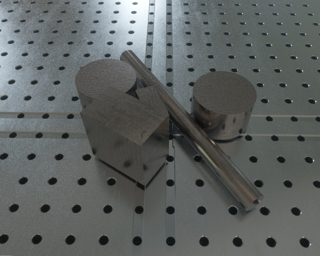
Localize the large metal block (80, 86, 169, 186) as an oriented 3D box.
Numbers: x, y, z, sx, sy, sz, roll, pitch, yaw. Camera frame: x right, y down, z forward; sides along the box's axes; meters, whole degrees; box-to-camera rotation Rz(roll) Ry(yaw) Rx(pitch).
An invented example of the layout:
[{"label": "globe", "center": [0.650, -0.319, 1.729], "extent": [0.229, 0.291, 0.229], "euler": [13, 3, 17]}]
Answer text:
[{"label": "large metal block", "center": [-0.037, 0.010, 0.358], "extent": [0.080, 0.080, 0.050], "euler": [27, 56, 21]}]

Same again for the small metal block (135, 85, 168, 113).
[{"label": "small metal block", "center": [-0.011, -0.018, 0.401], "extent": [0.025, 0.050, 0.050], "euler": [-17, 52, -13]}]

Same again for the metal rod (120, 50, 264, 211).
[{"label": "metal rod", "center": [0.025, -0.017, 0.417], "extent": [0.025, 0.025, 0.300], "euler": [-25, 55, -20]}]

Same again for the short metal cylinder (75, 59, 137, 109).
[{"label": "short metal cylinder", "center": [-0.072, -0.051, 0.429], "extent": [0.081, 0.050, 0.080], "euler": [0, 50, 0]}]

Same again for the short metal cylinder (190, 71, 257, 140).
[{"label": "short metal cylinder", "center": [0.082, -0.031, 0.413], "extent": [0.081, 0.050, 0.080], "euler": [0, 50, 0]}]
